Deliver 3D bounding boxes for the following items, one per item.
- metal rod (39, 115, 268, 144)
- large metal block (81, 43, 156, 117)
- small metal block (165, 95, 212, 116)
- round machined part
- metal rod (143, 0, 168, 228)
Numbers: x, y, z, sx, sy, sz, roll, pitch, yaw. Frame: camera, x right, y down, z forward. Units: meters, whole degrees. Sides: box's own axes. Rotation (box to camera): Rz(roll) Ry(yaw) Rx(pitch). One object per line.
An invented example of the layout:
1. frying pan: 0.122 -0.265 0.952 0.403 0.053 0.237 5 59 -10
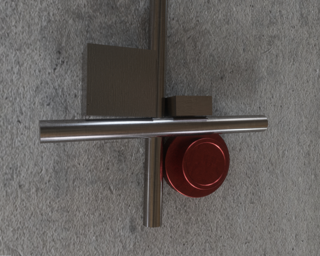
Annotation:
1. metal rod: 0.011 -0.001 0.389 0.303 0.025 0.025 -2 91 -24
2. large metal block: -0.051 -0.053 0.378 0.081 0.050 0.079 1 90 -21
3. small metal block: 0.035 -0.028 0.411 0.050 0.050 0.025 -2 91 -20
4. round machined part: 0.054 0.047 0.421 0.099 0.042 0.097 0 90 -21
5. metal rod: -0.006 -0.022 0.409 0.025 0.025 0.298 2 89 -20
